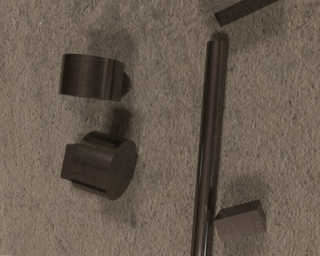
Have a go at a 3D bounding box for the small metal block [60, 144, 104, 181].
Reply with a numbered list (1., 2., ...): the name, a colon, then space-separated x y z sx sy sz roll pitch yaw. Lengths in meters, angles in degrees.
1. small metal block: -0.111 0.053 0.447 0.050 0.025 0.050 14 95 19

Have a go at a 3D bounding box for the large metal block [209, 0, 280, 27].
1. large metal block: 0.091 -0.179 0.363 0.080 0.050 0.080 -21 83 18

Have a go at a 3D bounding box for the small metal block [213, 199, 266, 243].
1. small metal block: 0.095 0.107 0.362 0.050 0.050 0.025 -21 83 18

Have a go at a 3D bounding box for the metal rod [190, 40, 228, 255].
1. metal rod: 0.060 0.043 0.387 0.025 0.025 0.298 5 92 19

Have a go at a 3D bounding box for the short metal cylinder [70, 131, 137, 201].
1. short metal cylinder: -0.071 0.048 0.404 0.050 0.080 0.079 14 95 19

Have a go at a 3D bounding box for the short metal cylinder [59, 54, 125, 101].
1. short metal cylinder: -0.090 -0.065 0.410 0.080 0.080 0.050 8 93 19
